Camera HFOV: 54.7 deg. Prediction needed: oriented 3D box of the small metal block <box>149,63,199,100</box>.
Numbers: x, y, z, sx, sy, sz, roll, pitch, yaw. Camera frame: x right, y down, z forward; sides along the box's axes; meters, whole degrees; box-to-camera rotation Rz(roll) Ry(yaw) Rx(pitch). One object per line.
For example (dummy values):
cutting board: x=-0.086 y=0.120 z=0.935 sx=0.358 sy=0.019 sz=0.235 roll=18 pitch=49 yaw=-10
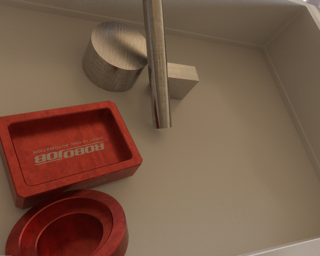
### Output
small metal block: x=0.019 y=-0.065 z=0.442 sx=0.050 sy=0.050 sz=0.025 roll=2 pitch=61 yaw=-28

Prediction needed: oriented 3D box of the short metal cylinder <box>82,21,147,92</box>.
short metal cylinder: x=-0.059 y=-0.095 z=0.417 sx=0.081 sy=0.050 sz=0.080 roll=14 pitch=56 yaw=-21

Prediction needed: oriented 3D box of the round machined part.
round machined part: x=-0.076 y=0.103 z=0.271 sx=0.099 sy=0.042 sz=0.098 roll=-3 pitch=31 yaw=2

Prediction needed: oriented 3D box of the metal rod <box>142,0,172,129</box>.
metal rod: x=-0.009 y=-0.148 z=0.390 sx=0.025 sy=0.025 sz=0.298 roll=-9 pitch=98 yaw=-32

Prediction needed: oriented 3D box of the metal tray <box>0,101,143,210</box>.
metal tray: x=-0.095 y=0.022 z=0.333 sx=0.131 sy=0.030 sz=0.090 roll=-13 pitch=63 yaw=-34
